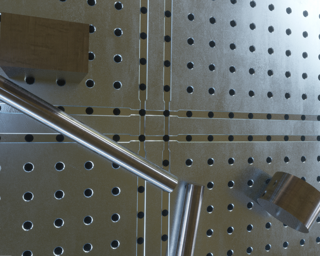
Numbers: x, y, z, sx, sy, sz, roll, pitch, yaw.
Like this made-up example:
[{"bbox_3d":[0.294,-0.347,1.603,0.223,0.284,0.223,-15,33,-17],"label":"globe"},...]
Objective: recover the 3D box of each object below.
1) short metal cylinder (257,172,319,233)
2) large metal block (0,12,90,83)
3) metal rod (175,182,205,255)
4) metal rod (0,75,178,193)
[{"bbox_3d":[0.193,0.109,0.457,0.080,0.080,0.050,42,77,-16],"label":"short metal cylinder"},{"bbox_3d":[-0.124,-0.082,0.338,0.081,0.080,0.050,1,90,-20],"label":"large metal block"},{"bbox_3d":[0.025,0.225,0.423,0.025,0.025,0.298,11,86,-20],"label":"metal rod"},{"bbox_3d":[-0.105,0.001,0.374,0.301,0.025,0.025,32,80,-18],"label":"metal rod"}]
